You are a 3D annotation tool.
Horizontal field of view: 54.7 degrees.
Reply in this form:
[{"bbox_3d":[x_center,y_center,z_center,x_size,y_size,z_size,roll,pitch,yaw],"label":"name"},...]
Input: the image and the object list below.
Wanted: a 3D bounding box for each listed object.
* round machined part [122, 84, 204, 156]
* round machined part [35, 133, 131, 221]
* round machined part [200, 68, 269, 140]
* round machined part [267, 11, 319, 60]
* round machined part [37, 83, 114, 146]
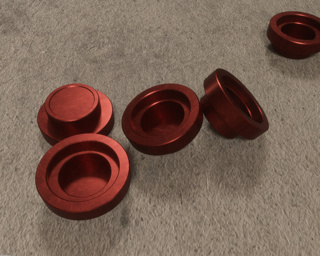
[{"bbox_3d":[0.006,-0.006,0.386,0.098,0.042,0.098,-11,49,13],"label":"round machined part"},{"bbox_3d":[-0.081,0.056,0.344,0.099,0.042,0.098,0,50,0],"label":"round machined part"},{"bbox_3d":[0.089,-0.025,0.393,0.098,0.042,0.098,33,33,-25],"label":"round machined part"},{"bbox_3d":[0.231,-0.153,0.524,0.099,0.042,0.098,0,50,0],"label":"round machined part"},{"bbox_3d":[-0.112,-0.021,0.409,0.099,0.042,0.098,0,50,0],"label":"round machined part"}]
